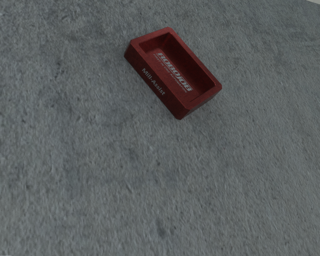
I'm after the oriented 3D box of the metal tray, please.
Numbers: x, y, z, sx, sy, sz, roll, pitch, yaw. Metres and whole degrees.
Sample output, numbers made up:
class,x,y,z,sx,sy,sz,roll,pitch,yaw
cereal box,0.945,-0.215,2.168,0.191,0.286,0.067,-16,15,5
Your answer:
class,x,y,z,sx,sy,sz,roll,pitch,yaw
metal tray,0.021,-0.085,0.462,0.091,0.030,0.130,-34,81,-38
